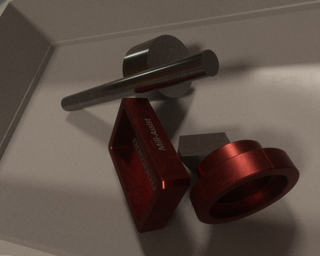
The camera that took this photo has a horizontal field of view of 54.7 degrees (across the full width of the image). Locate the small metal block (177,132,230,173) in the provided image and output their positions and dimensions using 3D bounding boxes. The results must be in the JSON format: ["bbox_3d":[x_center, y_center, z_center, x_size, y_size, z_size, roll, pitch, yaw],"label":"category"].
[{"bbox_3d":[0.053,0.029,0.343,0.050,0.050,0.025,-6,60,25],"label":"small metal block"}]

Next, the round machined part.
[{"bbox_3d":[0.073,0.048,0.290,0.098,0.098,0.042,-29,53,9],"label":"round machined part"}]

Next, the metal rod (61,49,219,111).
[{"bbox_3d":[-0.052,-0.050,0.396,0.299,0.025,0.025,-6,57,49],"label":"metal rod"}]

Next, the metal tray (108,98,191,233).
[{"bbox_3d":[-0.020,0.038,0.352,0.130,0.030,0.089,62,143,38],"label":"metal tray"}]

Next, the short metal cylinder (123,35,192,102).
[{"bbox_3d":[-0.002,-0.077,0.410,0.050,0.080,0.080,-4,58,48],"label":"short metal cylinder"}]
